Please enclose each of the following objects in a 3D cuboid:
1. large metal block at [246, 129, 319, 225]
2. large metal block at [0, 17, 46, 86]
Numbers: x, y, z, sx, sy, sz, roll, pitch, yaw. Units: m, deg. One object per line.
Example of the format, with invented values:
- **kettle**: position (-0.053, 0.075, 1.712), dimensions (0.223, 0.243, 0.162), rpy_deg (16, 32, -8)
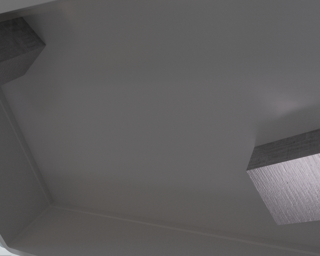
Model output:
- **large metal block**: position (0.156, 0.056, 0.345), dimensions (0.080, 0.050, 0.080), rpy_deg (-22, 107, 36)
- **large metal block**: position (-0.220, -0.100, 0.427), dimensions (0.080, 0.080, 0.050), rpy_deg (-33, 100, 38)
